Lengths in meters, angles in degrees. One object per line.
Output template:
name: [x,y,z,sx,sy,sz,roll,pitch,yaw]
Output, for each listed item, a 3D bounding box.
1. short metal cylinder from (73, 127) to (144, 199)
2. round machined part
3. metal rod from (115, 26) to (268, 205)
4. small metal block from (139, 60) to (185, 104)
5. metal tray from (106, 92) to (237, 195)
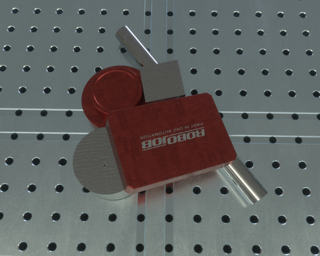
short metal cylinder: [-0.059,0.044,0.378,0.081,0.050,0.080,0,70,0]
round machined part: [-0.056,-0.042,0.412,0.099,0.042,0.098,0,70,1]
metal rod: [0.033,-0.028,0.418,0.025,0.025,0.300,-35,74,-12]
small metal block: [0.003,-0.056,0.403,0.050,0.025,0.050,-11,73,1]
metal tray: [0.012,0.015,0.359,0.131,0.030,0.090,-13,70,-18]
